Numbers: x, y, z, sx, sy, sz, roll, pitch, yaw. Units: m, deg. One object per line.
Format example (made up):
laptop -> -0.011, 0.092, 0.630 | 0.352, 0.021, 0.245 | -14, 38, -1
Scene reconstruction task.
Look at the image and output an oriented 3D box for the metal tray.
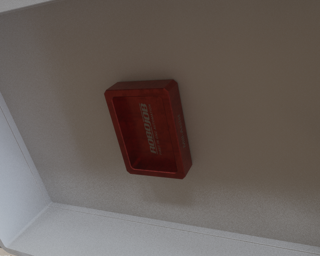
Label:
metal tray -> -0.013, 0.003, 0.409 | 0.090, 0.030, 0.129 | 1, 119, 26
